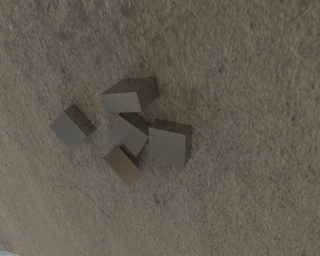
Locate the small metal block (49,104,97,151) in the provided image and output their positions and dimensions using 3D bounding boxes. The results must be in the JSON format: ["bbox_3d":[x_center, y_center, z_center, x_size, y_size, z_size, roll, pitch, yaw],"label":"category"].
[{"bbox_3d":[-0.134,-0.001,0.475,0.050,0.025,0.050,49,128,-7],"label":"small metal block"}]

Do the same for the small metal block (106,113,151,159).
[{"bbox_3d":[-0.040,0.007,0.431,0.050,0.025,0.050,35,129,4],"label":"small metal block"}]

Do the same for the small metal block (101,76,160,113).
[{"bbox_3d":[-0.035,-0.041,0.382,0.050,0.050,0.025,0,118,28],"label":"small metal block"}]

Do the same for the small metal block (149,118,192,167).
[{"bbox_3d":[0.014,0.019,0.410,0.050,0.025,0.050,12,124,20],"label":"small metal block"}]

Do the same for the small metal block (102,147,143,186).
[{"bbox_3d":[-0.056,0.055,0.452,0.050,0.025,0.050,50,166,-8],"label":"small metal block"}]
